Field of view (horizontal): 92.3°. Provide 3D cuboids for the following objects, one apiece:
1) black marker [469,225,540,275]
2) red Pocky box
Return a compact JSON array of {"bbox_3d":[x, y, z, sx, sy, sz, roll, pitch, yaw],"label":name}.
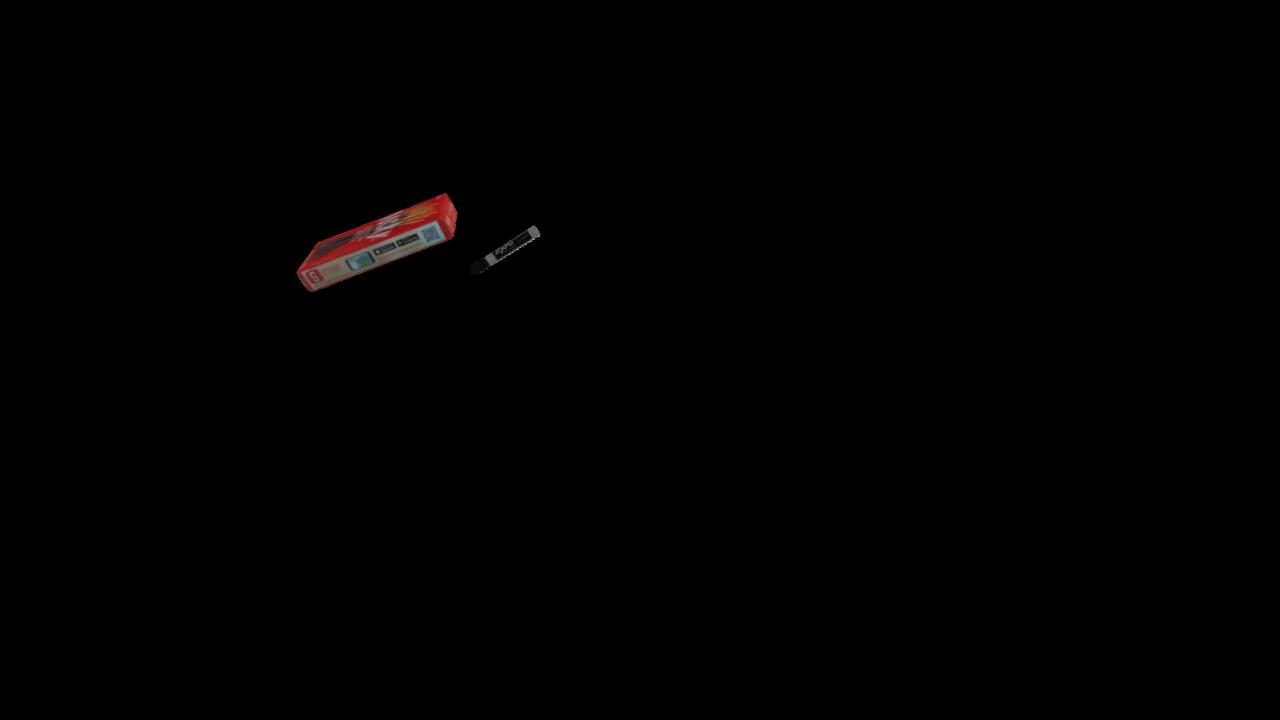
[{"bbox_3d":[-0.206,-0.166,0.937,0.121,0.020,0.020,-36,11,-15],"label":"black marker"},{"bbox_3d":[-0.267,-0.124,0.635,0.155,0.028,0.083,-21,33,0],"label":"red Pocky box"}]
